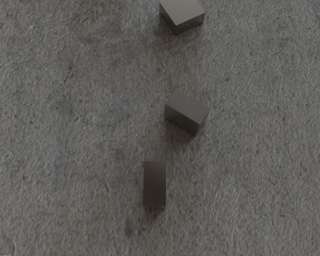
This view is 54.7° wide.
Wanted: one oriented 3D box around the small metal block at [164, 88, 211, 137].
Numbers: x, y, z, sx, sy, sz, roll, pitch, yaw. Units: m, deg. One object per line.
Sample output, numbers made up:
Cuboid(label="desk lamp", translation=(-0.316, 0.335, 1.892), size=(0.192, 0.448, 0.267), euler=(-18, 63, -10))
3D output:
Cuboid(label="small metal block", translation=(0.034, -0.018, 0.402), size=(0.050, 0.050, 0.025), euler=(32, 73, 10))

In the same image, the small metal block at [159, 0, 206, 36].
Cuboid(label="small metal block", translation=(0.033, -0.176, 0.473), size=(0.050, 0.025, 0.050), euler=(-27, 73, -10))

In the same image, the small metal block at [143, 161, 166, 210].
Cuboid(label="small metal block", translation=(-0.006, 0.070, 0.369), size=(0.025, 0.050, 0.050), euler=(1, 70, 0))
